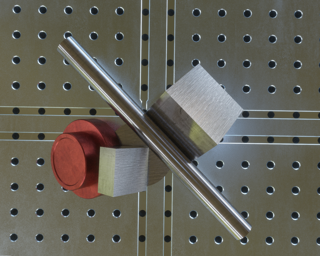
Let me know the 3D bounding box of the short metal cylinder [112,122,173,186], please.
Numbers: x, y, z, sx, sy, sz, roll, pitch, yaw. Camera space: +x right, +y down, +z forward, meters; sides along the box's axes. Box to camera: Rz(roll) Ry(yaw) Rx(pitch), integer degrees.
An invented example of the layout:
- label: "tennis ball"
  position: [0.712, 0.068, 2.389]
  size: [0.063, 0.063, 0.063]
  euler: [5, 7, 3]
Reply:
- label: "short metal cylinder"
  position: [-0.024, 0.031, 0.397]
  size: [0.081, 0.050, 0.079]
  euler: [0, 90, 0]

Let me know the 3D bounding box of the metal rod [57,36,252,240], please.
- label: "metal rod"
  position: [-0.006, 0.012, 0.359]
  size: [0.025, 0.025, 0.300]
  euler: [-43, 90, 0]

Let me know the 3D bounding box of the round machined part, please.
- label: "round machined part"
  position: [-0.095, 0.038, 0.375]
  size: [0.098, 0.042, 0.097]
  euler: [3, 95, 38]

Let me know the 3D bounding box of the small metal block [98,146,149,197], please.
- label: "small metal block"
  position: [-0.040, 0.046, 0.345]
  size: [0.025, 0.050, 0.050]
  euler: [3, 91, 40]

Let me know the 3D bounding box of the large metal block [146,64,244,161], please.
- label: "large metal block"
  position: [0.043, -0.020, 0.376]
  size: [0.080, 0.050, 0.080]
  euler: [46, 47, 0]
